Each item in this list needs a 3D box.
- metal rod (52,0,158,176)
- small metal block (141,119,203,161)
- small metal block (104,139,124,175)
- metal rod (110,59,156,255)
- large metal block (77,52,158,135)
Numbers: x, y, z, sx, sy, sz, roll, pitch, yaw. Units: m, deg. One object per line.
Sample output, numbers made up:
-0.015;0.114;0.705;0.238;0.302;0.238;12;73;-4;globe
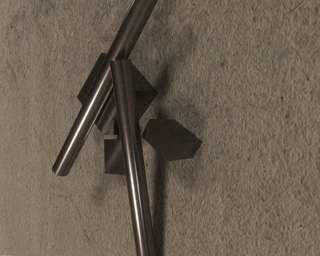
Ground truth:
-0.074;-0.053;0.398;0.025;0.025;0.298;46;117;30;metal rod
0.015;0.013;0.375;0.050;0.050;0.025;40;115;32;small metal block
-0.054;0.041;0.447;0.050;0.025;0.050;-2;89;39;small metal block
-0.029;0.067;0.387;0.025;0.025;0.298;2;104;39;metal rod
-0.062;-0.047;0.438;0.080;0.050;0.080;51;120;27;large metal block
